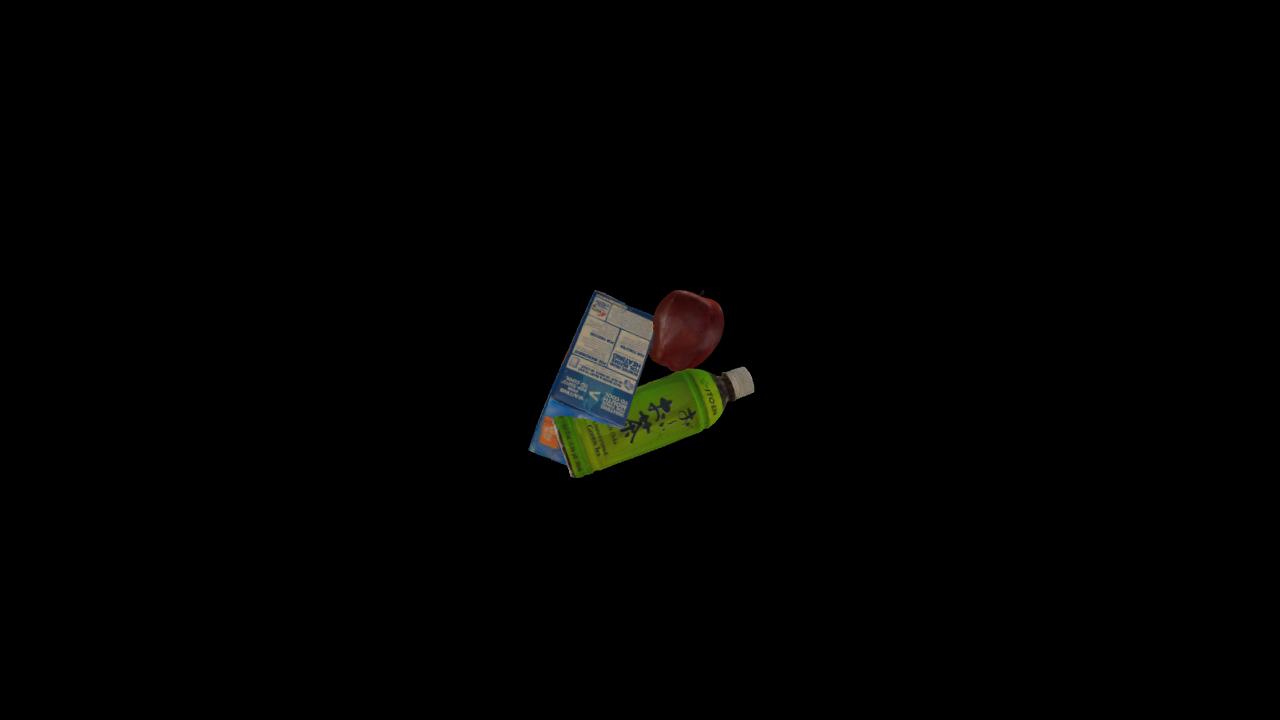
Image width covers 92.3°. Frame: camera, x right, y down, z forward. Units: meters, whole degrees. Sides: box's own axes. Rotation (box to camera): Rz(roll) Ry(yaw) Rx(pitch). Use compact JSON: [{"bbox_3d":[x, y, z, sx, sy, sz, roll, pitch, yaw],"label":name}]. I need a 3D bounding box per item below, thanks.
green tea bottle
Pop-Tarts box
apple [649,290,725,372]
[{"bbox_3d":[0.018,0.056,0.643,0.212,0.073,0.073,-19,4,-10],"label":"green tea bottle"},{"bbox_3d":[-0.056,0.031,0.699,0.083,0.141,0.167,22,-30,-6],"label":"Pop-Tarts box"},{"bbox_3d":[0.050,-0.033,0.668,0.079,0.093,0.079,23,6,-2],"label":"apple"}]
